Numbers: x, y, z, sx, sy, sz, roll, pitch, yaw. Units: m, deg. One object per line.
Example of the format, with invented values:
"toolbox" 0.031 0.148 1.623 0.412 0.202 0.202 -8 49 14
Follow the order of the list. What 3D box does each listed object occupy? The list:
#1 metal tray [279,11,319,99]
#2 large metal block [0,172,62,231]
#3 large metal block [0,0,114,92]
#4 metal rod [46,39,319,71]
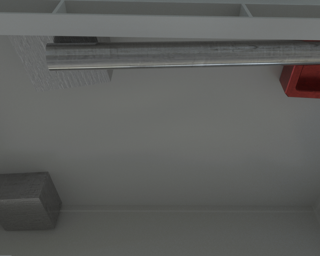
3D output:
"metal tray" 0.210 -0.076 0.338 0.131 0.030 0.089 3 131 2
"large metal block" -0.211 0.116 0.489 0.080 0.050 0.079 -3 130 2
"large metal block" -0.097 -0.088 0.316 0.080 0.050 0.080 -7 130 5
"metal rod" 0.050 -0.071 0.296 0.302 0.025 0.025 -2 130 -6
